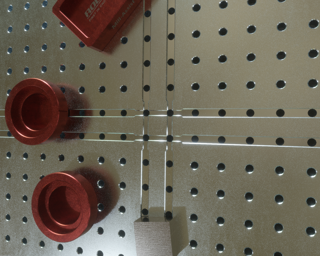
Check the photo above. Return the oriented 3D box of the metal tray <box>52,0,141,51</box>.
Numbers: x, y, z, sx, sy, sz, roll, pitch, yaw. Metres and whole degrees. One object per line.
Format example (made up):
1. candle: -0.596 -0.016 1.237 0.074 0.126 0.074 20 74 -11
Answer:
1. metal tray: -0.082 -0.187 0.438 0.090 0.030 0.130 45 104 14

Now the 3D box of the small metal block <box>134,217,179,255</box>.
1. small metal block: -0.005 0.147 0.414 0.050 0.025 0.050 -6 88 20

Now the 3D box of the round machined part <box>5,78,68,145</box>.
1. round machined part: -0.179 -0.024 0.467 0.098 0.042 0.097 0 90 20

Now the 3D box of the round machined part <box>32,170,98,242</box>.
1. round machined part: -0.133 0.110 0.450 0.098 0.042 0.097 0 90 20
